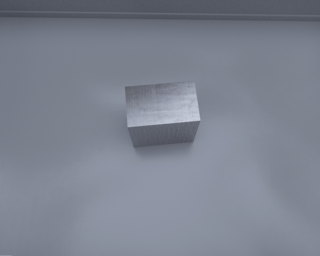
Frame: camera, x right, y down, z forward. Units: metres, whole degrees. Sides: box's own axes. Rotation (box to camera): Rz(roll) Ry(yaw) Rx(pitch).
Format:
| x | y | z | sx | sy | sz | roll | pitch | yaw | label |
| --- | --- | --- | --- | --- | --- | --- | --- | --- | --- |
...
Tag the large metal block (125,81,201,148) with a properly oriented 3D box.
| x | y | z | sx | sy | sz | roll | pitch | yaw | label |
| --- | --- | --- | --- | --- | --- | --- | --- | --- | --- |
| 0.002 | -0.014 | 0.386 | 0.080 | 0.080 | 0.050 | -5 | 70 | -2 | large metal block |
